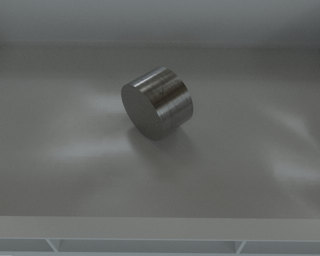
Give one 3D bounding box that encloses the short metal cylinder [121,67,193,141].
[{"bbox_3d":[-0.004,-0.030,0.392,0.050,0.080,0.080,-34,58,-25],"label":"short metal cylinder"}]
